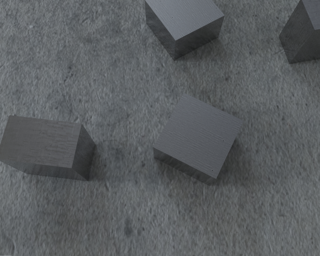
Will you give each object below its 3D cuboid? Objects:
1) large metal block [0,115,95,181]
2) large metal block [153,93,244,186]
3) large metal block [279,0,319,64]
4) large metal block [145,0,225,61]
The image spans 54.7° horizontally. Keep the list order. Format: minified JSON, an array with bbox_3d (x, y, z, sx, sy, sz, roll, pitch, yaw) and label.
[{"bbox_3d":[-0.128,0.027,0.367,0.080,0.080,0.050,7,70,2],"label":"large metal block"},{"bbox_3d":[0.046,0.015,0.390,0.080,0.050,0.080,26,72,9],"label":"large metal block"},{"bbox_3d":[0.227,-0.138,0.432,0.081,0.080,0.050,-10,71,-4],"label":"large metal block"},{"bbox_3d":[0.034,-0.159,0.454,0.080,0.050,0.080,-30,73,-11],"label":"large metal block"}]
